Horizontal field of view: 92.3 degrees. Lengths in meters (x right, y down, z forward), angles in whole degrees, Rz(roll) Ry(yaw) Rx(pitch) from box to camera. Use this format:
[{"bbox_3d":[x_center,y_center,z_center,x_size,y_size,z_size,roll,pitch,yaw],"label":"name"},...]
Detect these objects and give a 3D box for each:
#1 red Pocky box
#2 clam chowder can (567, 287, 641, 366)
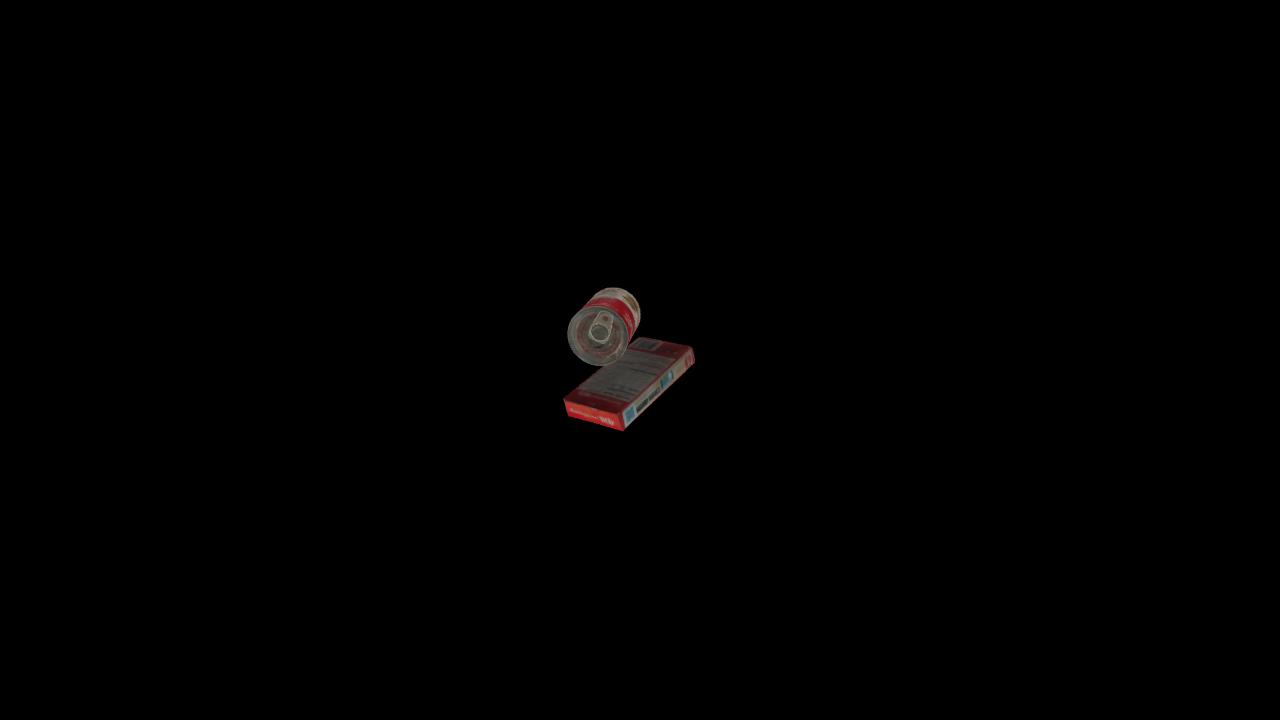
[{"bbox_3d":[-0.010,0.024,0.723,0.083,0.028,0.155,13,37,34],"label":"red Pocky box"},{"bbox_3d":[-0.038,-0.041,0.706,0.068,0.068,0.102,0,19,8],"label":"clam chowder can"}]
